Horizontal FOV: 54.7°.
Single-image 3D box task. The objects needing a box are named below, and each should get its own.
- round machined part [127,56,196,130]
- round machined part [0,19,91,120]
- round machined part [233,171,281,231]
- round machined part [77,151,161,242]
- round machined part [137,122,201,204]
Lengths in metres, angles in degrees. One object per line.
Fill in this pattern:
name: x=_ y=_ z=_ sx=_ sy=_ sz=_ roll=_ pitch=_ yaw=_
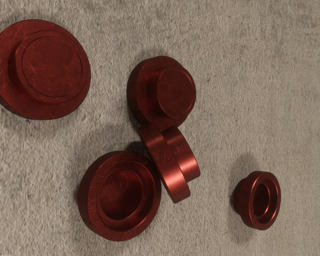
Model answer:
round machined part: x=0.009 y=-0.045 z=0.403 sx=0.099 sy=0.042 sz=0.097 roll=0 pitch=90 yaw=-40
round machined part: x=-0.111 y=-0.057 z=0.301 sx=0.099 sy=0.042 sz=0.097 roll=0 pitch=90 yaw=-40
round machined part: x=0.165 y=0.122 z=0.535 sx=0.099 sy=0.042 sz=0.097 roll=0 pitch=90 yaw=-40
round machined part: x=-0.049 y=0.074 z=0.355 sx=0.099 sy=0.042 sz=0.097 roll=0 pitch=90 yaw=-40
round machined part: x=0.013 y=0.036 z=0.366 sx=0.042 sy=0.098 sz=0.098 roll=-27 pitch=110 yaw=-6
